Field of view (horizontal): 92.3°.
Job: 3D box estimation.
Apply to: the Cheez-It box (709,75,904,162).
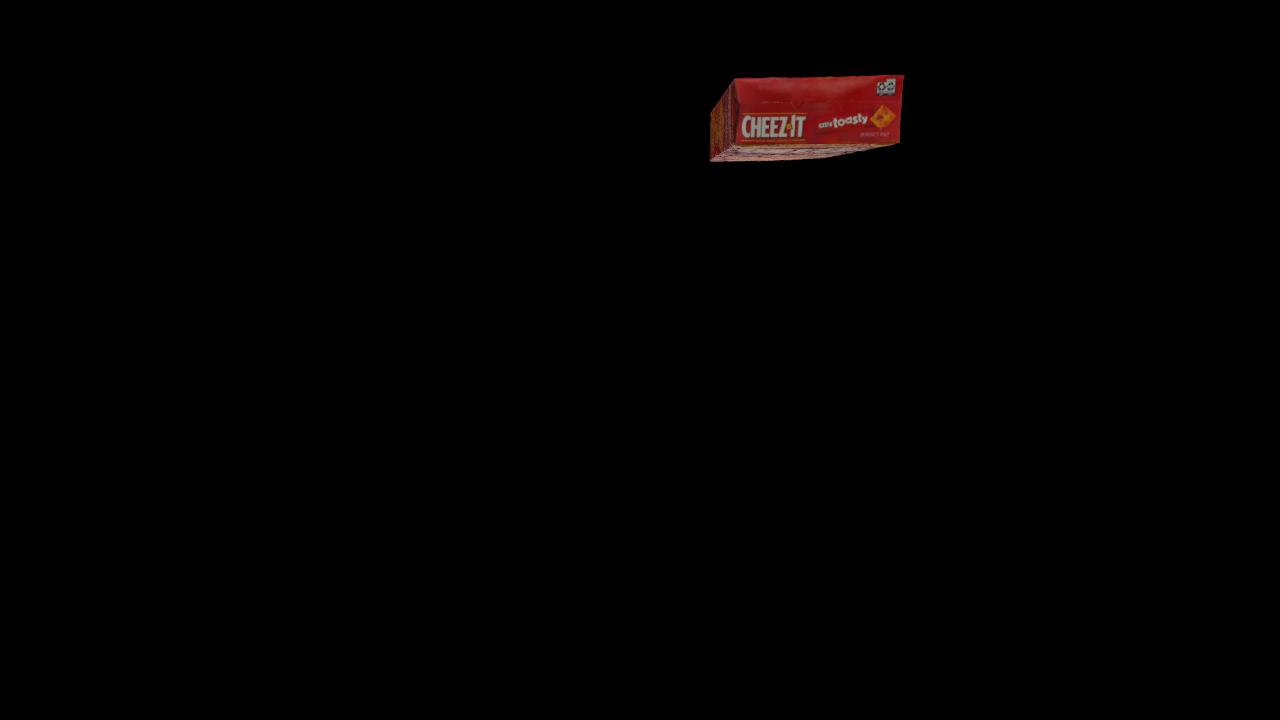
[{"bbox_3d":[0.172,-0.265,0.692,0.166,0.071,0.223,-2,14,0],"label":"Cheez-It box"}]
